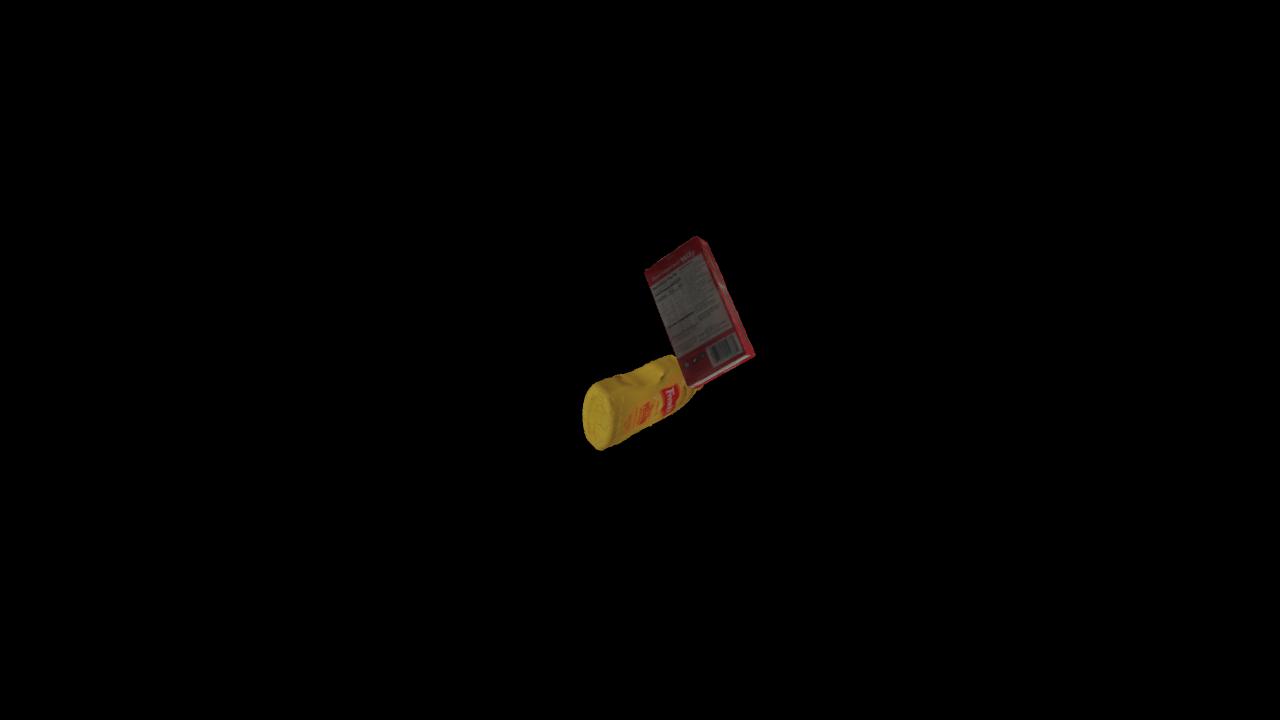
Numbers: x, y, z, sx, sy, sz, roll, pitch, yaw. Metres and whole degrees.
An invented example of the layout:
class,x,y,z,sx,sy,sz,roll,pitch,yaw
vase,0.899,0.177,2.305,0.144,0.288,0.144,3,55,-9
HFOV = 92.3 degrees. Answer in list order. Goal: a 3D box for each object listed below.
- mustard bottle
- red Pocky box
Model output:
class,x,y,z,sx,sy,sz,roll,pitch,yaw
mustard bottle,0.017,0.039,0.747,0.184,0.092,0.054,-22,42,-36
red Pocky box,0.065,-0.054,0.694,0.083,0.155,0.028,-31,-23,30
